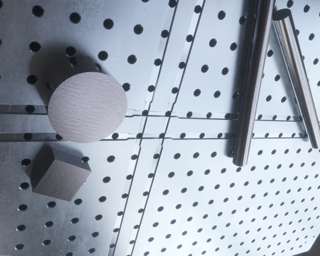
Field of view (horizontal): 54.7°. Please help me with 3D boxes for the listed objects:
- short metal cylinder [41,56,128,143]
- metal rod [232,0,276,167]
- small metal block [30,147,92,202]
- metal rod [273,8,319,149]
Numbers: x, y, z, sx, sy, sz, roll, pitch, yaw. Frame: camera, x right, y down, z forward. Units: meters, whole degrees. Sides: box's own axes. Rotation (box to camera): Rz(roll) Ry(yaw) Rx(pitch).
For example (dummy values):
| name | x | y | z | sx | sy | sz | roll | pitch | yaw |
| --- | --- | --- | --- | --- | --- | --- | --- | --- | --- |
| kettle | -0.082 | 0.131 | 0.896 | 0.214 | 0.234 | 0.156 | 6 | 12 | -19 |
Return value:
| name | x | y | z | sx | sy | sz | roll | pitch | yaw |
| --- | --- | --- | --- | --- | --- | --- | --- | --- | --- |
| short metal cylinder | -0.082 | -0.031 | 0.332 | 0.081 | 0.050 | 0.079 | -14 | 124 | -21 |
| metal rod | 0.133 | -0.069 | 0.443 | 0.025 | 0.025 | 0.298 | -15 | 125 | -21 |
| small metal block | -0.122 | 0.058 | 0.382 | 0.050 | 0.025 | 0.050 | 29 | 102 | -38 |
| metal rod | 0.232 | -0.060 | 0.503 | 0.025 | 0.025 | 0.300 | -40 | 130 | -1 |
